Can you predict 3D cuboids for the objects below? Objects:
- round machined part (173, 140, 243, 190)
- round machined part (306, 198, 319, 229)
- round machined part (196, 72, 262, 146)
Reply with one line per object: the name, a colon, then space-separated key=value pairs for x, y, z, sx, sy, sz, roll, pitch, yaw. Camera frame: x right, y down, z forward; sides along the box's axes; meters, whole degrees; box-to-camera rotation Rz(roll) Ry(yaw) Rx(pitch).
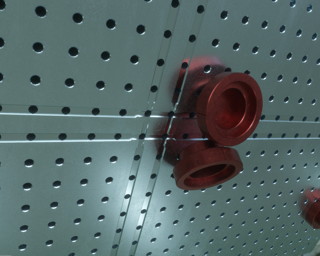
round machined part: x=0.066 y=0.051 z=0.450 sx=0.099 sy=0.042 sz=0.098 roll=-11 pitch=149 yaw=-6
round machined part: x=0.406 y=0.208 z=0.749 sx=0.099 sy=0.042 sz=0.097 roll=-14 pitch=124 yaw=-21
round machined part: x=0.088 y=-0.027 z=0.420 sx=0.099 sy=0.042 sz=0.097 roll=-9 pitch=107 yaw=-29
